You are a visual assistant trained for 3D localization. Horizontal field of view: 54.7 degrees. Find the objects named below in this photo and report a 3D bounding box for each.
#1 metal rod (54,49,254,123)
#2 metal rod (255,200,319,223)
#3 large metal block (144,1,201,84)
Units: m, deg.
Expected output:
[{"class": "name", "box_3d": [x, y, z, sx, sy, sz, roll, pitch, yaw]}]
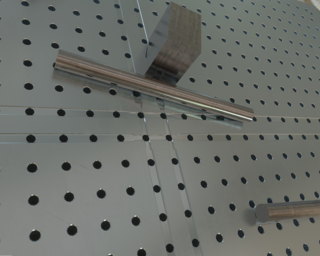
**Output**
[{"class": "metal rod", "box_3d": [0.006, -0.054, 0.445, 0.302, 0.025, 0.025, 14, 56, -21]}, {"class": "metal rod", "box_3d": [0.271, 0.123, 0.482, 0.303, 0.025, 0.025, 4, 60, -27]}, {"class": "large metal block", "box_3d": [0.019, -0.122, 0.459, 0.050, 0.080, 0.080, 18, 55, -19]}]
